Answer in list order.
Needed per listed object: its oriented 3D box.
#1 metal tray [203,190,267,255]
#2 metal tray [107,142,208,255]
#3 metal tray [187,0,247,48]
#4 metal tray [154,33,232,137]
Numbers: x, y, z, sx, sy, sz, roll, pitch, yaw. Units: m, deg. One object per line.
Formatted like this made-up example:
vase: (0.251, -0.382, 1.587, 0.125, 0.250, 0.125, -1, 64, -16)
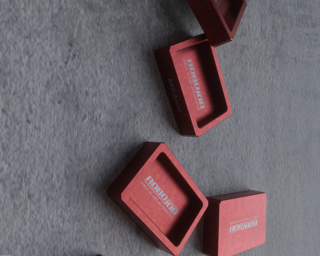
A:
metal tray: (0.126, 0.155, 0.511, 0.131, 0.030, 0.089, 3, 88, -40)
metal tray: (0.003, 0.092, 0.406, 0.090, 0.030, 0.130, -51, 120, -28)
metal tray: (0.085, -0.189, 0.451, 0.090, 0.030, 0.130, 54, 42, -27)
metal tray: (0.052, -0.063, 0.446, 0.091, 0.030, 0.129, -31, 109, -36)
